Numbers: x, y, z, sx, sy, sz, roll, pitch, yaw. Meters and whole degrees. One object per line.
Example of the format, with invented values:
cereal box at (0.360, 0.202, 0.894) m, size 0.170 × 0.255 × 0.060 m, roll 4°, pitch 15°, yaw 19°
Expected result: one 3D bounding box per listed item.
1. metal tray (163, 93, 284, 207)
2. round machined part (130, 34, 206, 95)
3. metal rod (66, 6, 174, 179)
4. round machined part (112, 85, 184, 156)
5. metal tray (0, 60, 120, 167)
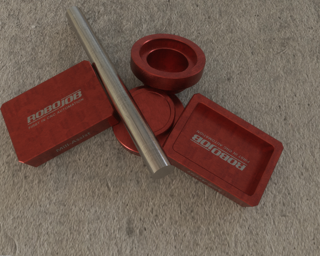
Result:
metal tray at (0.076, 0.027, 0.386) m, size 0.130 × 0.030 × 0.090 m, roll 31°, pitch 72°, yaw 0°
round machined part at (0.009, -0.083, 0.419) m, size 0.099 × 0.042 × 0.098 m, roll 4°, pitch 48°, yaw -5°
metal rod at (-0.064, -0.064, 0.397) m, size 0.025 × 0.025 × 0.299 m, roll -26°, pitch 59°, yaw -9°
round machined part at (-0.015, -0.014, 0.406) m, size 0.099 × 0.042 × 0.098 m, roll 0°, pitch 70°, yaw 0°
metal tray at (-0.129, -0.019, 0.401) m, size 0.130 × 0.030 × 0.090 m, roll -29°, pitch 70°, yaw -1°
